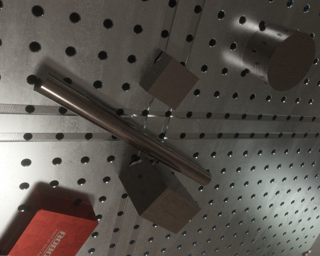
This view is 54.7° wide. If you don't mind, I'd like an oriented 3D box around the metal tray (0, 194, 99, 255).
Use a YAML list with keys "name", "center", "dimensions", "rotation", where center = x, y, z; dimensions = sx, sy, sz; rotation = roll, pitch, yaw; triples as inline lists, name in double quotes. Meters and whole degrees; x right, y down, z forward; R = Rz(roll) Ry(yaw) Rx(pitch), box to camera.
- name: "metal tray"
  center: [-0.157, 0.157, 0.420]
  dimensions: [0.090, 0.030, 0.130]
  rotation: [28, 103, -38]

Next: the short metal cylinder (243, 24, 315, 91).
- name: "short metal cylinder"
  center: [0.163, -0.097, 0.426]
  dimensions: [0.081, 0.050, 0.079]
  rotation: [-14, 125, -21]

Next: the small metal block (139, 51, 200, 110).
- name: "small metal block"
  center: [0.012, -0.058, 0.384]
  dimensions: [0.050, 0.025, 0.050]
  rotation: [30, 102, -38]

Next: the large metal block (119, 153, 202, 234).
- name: "large metal block"
  center: [-0.001, 0.091, 0.433]
  dimensions: [0.050, 0.080, 0.080]
  rotation: [-47, 130, 4]

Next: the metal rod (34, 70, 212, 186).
- name: "metal rod"
  center: [-0.024, 0.017, 0.410]
  dimensions: [0.301, 0.025, 0.025]
  rotation: [34, 99, -39]
